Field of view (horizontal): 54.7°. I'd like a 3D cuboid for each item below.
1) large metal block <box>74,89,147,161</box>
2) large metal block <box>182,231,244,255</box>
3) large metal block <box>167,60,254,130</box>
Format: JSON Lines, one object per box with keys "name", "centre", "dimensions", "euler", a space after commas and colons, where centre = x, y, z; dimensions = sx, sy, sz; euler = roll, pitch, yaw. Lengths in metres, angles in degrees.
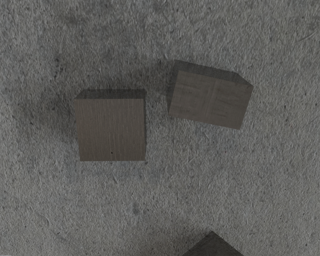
{"name": "large metal block", "centre": [-0.059, -0.005, 0.394], "dimensions": [0.081, 0.050, 0.079], "euler": [0, 110, 0]}
{"name": "large metal block", "centre": [0.084, 0.221, 0.479], "dimensions": [0.080, 0.050, 0.080], "euler": [41, 105, -14]}
{"name": "large metal block", "centre": [0.053, -0.042, 0.365], "dimensions": [0.081, 0.080, 0.050], "euler": [11, 110, -4]}
